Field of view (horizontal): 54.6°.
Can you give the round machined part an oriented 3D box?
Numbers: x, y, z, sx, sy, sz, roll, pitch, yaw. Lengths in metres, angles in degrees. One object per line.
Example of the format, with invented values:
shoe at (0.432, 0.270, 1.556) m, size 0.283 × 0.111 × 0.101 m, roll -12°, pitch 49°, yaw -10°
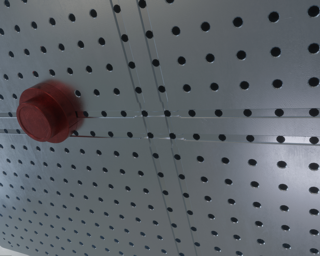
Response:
round machined part at (-0.184, -0.017, 0.488) m, size 0.098 × 0.042 × 0.097 m, roll 13°, pitch 124°, yaw 21°
